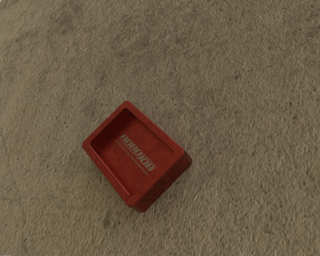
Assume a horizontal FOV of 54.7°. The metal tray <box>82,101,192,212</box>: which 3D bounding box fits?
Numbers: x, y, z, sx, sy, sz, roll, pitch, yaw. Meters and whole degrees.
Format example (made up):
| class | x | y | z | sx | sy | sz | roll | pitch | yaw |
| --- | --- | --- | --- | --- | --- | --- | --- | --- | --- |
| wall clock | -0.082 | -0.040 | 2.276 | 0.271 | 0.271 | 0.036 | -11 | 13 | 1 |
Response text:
| class | x | y | z | sx | sy | sz | roll | pitch | yaw |
| --- | --- | --- | --- | --- | --- | --- | --- | --- | --- |
| metal tray | -0.034 | 0.031 | 0.399 | 0.090 | 0.030 | 0.130 | -45 | 51 | -4 |
